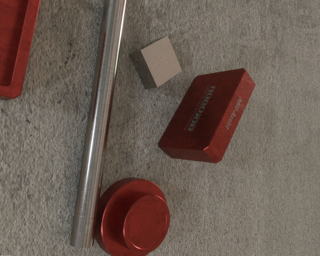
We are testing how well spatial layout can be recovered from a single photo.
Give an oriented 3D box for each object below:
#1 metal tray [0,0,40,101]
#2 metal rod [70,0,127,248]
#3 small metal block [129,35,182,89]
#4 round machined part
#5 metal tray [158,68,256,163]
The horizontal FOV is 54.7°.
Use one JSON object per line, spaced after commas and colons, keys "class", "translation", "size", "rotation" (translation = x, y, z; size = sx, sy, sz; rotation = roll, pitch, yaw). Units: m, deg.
{"class": "metal tray", "translation": [-0.159, -0.097, 0.268], "size": [0.091, 0.030, 0.129], "rotation": [14, 81, -39]}
{"class": "metal rod", "translation": [-0.067, -0.021, 0.349], "size": [0.025, 0.025, 0.298], "rotation": [12, 83, -40]}
{"class": "small metal block", "translation": [-0.005, -0.085, 0.402], "size": [0.050, 0.025, 0.050], "rotation": [-39, 114, -33]}
{"class": "round machined part", "translation": [-0.027, 0.111, 0.374], "size": [0.099, 0.042, 0.097], "rotation": [0, 90, -40]}
{"class": "metal tray", "translation": [0.063, -0.018, 0.417], "size": [0.030, 0.090, 0.130], "rotation": [45, 63, -32]}
